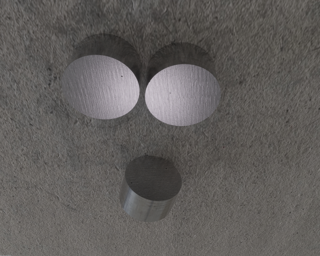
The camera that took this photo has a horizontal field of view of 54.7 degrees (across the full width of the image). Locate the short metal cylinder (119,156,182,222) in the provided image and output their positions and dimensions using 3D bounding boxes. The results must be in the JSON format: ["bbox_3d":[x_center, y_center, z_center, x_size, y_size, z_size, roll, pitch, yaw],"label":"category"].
[{"bbox_3d":[-0.014,0.086,0.444,0.081,0.080,0.050,11,129,-9],"label":"short metal cylinder"}]

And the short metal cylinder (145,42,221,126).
[{"bbox_3d":[0.024,-0.049,0.349,0.081,0.050,0.079,0,130,0],"label":"short metal cylinder"}]

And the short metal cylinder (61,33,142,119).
[{"bbox_3d":[-0.062,-0.056,0.342,0.081,0.050,0.079,0,130,0],"label":"short metal cylinder"}]
